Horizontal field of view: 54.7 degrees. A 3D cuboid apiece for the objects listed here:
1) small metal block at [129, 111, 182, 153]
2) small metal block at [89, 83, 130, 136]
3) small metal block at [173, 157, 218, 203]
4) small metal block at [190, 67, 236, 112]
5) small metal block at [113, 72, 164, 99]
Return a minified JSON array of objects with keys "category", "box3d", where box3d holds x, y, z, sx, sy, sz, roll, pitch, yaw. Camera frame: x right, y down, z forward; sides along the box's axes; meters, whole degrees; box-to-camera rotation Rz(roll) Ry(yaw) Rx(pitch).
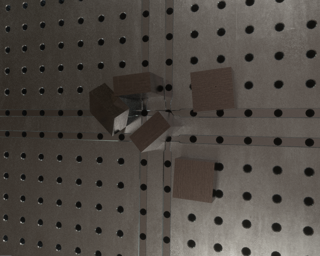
[{"category":"small metal block","box3d":[-0.004,0.005,0.400,0.050,0.050,0.025,-41,77,15]},{"category":"small metal block","box3d":[-0.070,-0.024,0.421,0.025,0.050,0.050,-37,75,-27]},{"category":"small metal block","box3d":[0.045,0.065,0.396,0.050,0.025,0.050,4,91,19]},{"category":"small metal block","box3d":[0.067,-0.046,0.388,0.050,0.025,0.050,-5,88,19]},{"category":"small metal block","box3d":[-0.027,-0.054,0.408,0.050,0.050,0.025,-4,89,19]}]
